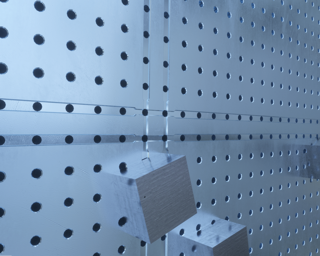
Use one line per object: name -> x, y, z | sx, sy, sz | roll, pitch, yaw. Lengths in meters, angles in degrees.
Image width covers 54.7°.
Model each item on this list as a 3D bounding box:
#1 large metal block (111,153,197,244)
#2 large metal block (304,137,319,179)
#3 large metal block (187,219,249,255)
large metal block -> -0.005, 0.083, 0.391 | 0.081, 0.050, 0.079 | -20, 103, -38
large metal block -> 0.383, 0.069, 0.719 | 0.081, 0.050, 0.079 | -16, 101, -39
large metal block -> 0.091, 0.196, 0.473 | 0.081, 0.050, 0.079 | -13, 98, -40
